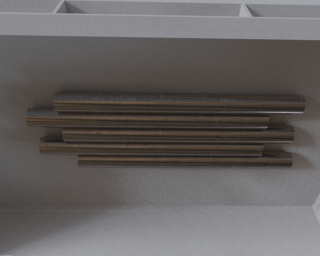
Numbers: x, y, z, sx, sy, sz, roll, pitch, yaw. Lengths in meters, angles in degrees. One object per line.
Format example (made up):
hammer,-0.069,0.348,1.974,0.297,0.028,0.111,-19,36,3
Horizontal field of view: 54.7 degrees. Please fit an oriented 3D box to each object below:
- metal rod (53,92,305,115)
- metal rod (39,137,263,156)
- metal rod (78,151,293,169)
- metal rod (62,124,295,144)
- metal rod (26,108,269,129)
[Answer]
metal rod,0.024,-0.030,0.382,0.302,0.025,0.025,1,130,-1
metal rod,-0.011,0.026,0.429,0.302,0.025,0.025,1,130,-1
metal rod,0.036,0.045,0.446,0.302,0.025,0.025,1,130,-1
metal rod,0.025,0.007,0.414,0.302,0.025,0.025,1,130,-1
metal rod,-0.014,-0.012,0.397,0.302,0.025,0.025,1,130,-1
